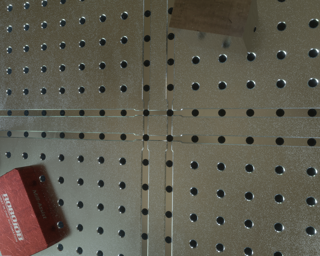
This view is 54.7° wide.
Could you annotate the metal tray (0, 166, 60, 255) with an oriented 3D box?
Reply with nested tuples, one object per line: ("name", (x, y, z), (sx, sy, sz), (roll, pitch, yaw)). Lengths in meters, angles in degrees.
("metal tray", (-0.223, 0.137, 0.488), (0.090, 0.030, 0.130), (-28, 81, 17))

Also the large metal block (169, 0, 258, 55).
("large metal block", (0.066, -0.125, 0.360), (0.080, 0.080, 0.050), (15, 95, 19))
